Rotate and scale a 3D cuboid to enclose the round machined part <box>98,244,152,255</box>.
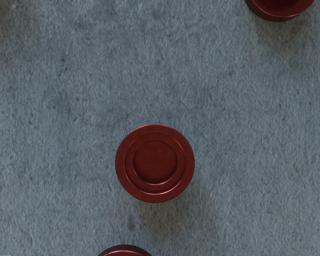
[{"bbox_3d":[-0.046,0.199,0.401,0.099,0.042,0.097,0,90,-1],"label":"round machined part"}]

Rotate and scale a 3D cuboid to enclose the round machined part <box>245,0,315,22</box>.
[{"bbox_3d":[0.161,-0.193,0.404,0.099,0.042,0.097,0,90,-1],"label":"round machined part"}]

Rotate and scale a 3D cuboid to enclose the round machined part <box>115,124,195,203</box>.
[{"bbox_3d":[-0.006,0.044,0.401,0.099,0.042,0.097,0,90,-1],"label":"round machined part"}]
